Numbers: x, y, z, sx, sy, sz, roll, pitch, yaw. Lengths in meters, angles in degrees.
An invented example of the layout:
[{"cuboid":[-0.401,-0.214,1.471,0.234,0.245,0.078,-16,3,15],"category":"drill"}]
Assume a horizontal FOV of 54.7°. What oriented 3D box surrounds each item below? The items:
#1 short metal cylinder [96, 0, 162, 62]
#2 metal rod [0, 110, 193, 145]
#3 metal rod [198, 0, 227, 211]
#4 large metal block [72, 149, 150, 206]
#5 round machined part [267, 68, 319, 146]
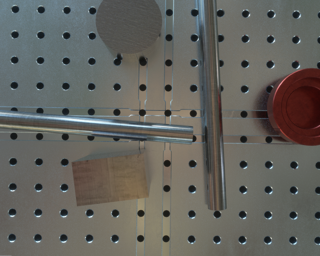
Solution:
[{"cuboid":[-0.038,-0.130,0.400,0.081,0.050,0.079,0,90,-1],"category":"short metal cylinder"},{"cuboid":[-0.108,-0.003,0.411,0.302,0.025,0.025,5,90,-1],"category":"metal rod"},{"cuboid":[0.069,-0.042,0.414,0.025,0.025,0.298,-3,90,-1],"category":"metal rod"},{"cuboid":[-0.056,0.058,0.385,0.081,0.080,0.050,-7,90,0],"category":"large metal block"},{"cuboid":[0.190,-0.026,0.407,0.099,0.042,0.097,0,90,-1],"category":"round machined part"}]
